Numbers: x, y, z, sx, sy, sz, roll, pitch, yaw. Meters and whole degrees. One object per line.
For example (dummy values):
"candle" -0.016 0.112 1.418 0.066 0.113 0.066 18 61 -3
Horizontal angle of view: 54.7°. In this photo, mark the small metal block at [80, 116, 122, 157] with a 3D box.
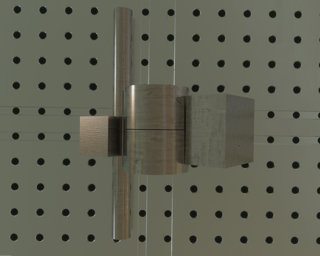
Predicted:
"small metal block" -0.076 0.010 0.398 0.050 0.025 0.050 0 89 34

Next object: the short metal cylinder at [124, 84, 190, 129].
"short metal cylinder" -0.004 -0.024 0.382 0.081 0.080 0.050 1 90 0

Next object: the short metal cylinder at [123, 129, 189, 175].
"short metal cylinder" -0.004 0.027 0.382 0.081 0.080 0.050 1 90 0

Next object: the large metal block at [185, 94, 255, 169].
"large metal block" 0.075 0.003 0.375 0.050 0.081 0.079 1 91 38

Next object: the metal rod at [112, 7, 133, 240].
"metal rod" -0.050 -0.006 0.408 0.025 0.025 0.298 0 90 0
